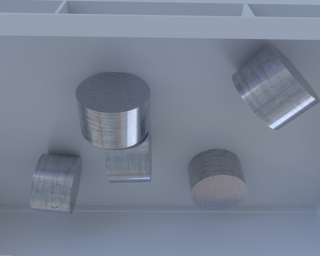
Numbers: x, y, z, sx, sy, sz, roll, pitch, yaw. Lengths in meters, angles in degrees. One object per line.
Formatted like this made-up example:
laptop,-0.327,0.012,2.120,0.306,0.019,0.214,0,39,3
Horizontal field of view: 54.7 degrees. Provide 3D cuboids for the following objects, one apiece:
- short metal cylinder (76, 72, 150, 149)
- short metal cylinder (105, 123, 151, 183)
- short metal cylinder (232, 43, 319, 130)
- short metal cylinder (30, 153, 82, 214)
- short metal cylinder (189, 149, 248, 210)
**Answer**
short metal cylinder,-0.052,-0.022,0.354,0.081,0.080,0.050,2,130,-2
short metal cylinder,-0.038,0.030,0.398,0.050,0.080,0.079,-1,130,1
short metal cylinder,0.125,-0.044,0.336,0.080,0.080,0.050,33,122,-25
short metal cylinder,-0.144,0.078,0.438,0.050,0.080,0.079,8,130,-7
short metal cylinder,0.084,0.077,0.459,0.081,0.050,0.079,0,130,0
